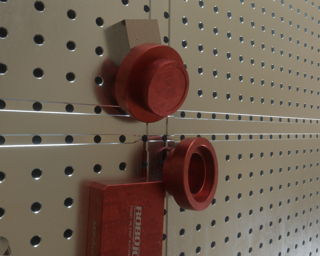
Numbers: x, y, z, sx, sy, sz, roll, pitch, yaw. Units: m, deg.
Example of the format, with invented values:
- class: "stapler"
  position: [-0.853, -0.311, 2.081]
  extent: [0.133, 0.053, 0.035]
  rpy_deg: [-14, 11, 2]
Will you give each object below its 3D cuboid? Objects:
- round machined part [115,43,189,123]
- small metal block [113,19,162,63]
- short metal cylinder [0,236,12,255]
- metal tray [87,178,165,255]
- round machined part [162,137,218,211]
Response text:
- class: "round machined part"
  position: [-0.002, -0.052, 0.379]
  extent: [0.099, 0.042, 0.097]
  rpy_deg: [-22, 124, -37]
- class: "small metal block"
  position: [-0.026, -0.108, 0.389]
  extent: [0.050, 0.025, 0.050]
  rpy_deg: [-17, 101, -39]
- class: "short metal cylinder"
  position: [-0.156, 0.129, 0.244]
  extent: [0.081, 0.080, 0.050]
  rpy_deg: [-18, 102, -39]
- class: "metal tray"
  position: [-0.040, 0.130, 0.375]
  extent: [0.091, 0.030, 0.129]
  rpy_deg: [4, 87, -40]
- class: "round machined part"
  position: [0.039, 0.062, 0.424]
  extent: [0.099, 0.042, 0.097]
  rpy_deg: [5, 84, -54]
